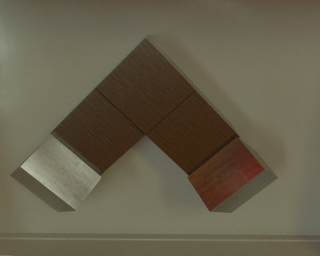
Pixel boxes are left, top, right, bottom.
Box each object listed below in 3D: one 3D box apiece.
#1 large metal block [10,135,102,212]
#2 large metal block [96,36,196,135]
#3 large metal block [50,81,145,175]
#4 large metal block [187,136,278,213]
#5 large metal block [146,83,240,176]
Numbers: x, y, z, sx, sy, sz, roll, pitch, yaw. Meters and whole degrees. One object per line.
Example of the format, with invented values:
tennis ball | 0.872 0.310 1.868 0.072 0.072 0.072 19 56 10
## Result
large metal block | -0.134 0.061 0.394 0.080 0.050 0.080 44 147 -15
large metal block | -0.016 -0.053 0.376 0.080 0.050 0.080 -42 105 14
large metal block | -0.075 -0.001 0.395 0.080 0.050 0.080 -42 105 14
large metal block | 0.095 0.064 0.398 0.080 0.050 0.080 -42 148 14
large metal block | 0.040 0.001 0.397 0.080 0.050 0.080 -42 105 14
